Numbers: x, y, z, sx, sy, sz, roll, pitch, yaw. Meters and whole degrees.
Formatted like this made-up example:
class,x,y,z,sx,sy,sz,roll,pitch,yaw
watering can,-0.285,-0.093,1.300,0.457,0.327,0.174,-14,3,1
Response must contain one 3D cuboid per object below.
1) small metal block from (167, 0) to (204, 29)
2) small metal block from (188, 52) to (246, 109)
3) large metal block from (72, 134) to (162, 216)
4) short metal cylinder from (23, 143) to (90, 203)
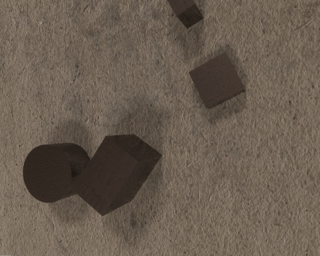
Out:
class,x,y,z,sx,sy,sz,roll,pitch,yaw
small metal block,0.027,-0.158,0.386,0.025,0.050,0.050,-30,80,17
small metal block,0.071,-0.058,0.384,0.050,0.025,0.050,-28,81,17
large metal block,-0.051,0.056,0.397,0.050,0.080,0.080,36,102,16
short metal cylinder,-0.146,0.062,0.446,0.080,0.050,0.079,0,90,19
